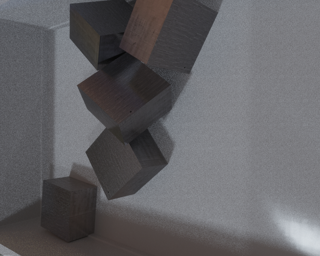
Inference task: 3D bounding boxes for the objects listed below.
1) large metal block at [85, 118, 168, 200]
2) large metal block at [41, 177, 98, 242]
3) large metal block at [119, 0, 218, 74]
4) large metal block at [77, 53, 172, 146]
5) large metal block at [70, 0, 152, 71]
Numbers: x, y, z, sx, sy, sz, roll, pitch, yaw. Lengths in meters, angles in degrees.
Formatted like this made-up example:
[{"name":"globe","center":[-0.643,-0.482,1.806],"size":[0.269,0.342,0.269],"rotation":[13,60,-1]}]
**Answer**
[{"name":"large metal block","center":[-0.048,0.041,0.431],"size":[0.080,0.050,0.080],"rotation":[-46,63,30]},{"name":"large metal block","center":[-0.153,0.131,0.517],"size":[0.080,0.050,0.079],"rotation":[8,95,39]},{"name":"large metal block","center":[0.011,-0.115,0.362],"size":[0.050,0.081,0.079],"rotation":[38,113,33]},{"name":"large metal block","center":[-0.042,-0.039,0.392],"size":[0.080,0.080,0.050],"rotation":[41,158,24]},{"name":"large metal block","center":[-0.066,-0.128,0.417],"size":[0.080,0.081,0.050],"rotation":[49,142,29]}]
